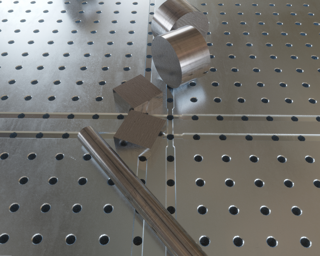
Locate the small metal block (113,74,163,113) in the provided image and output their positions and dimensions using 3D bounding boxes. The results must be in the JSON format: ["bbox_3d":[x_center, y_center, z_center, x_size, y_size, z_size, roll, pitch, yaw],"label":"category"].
[{"bbox_3d":[-0.032,-0.045,0.445,0.050,0.025,0.050,-33,57,-25],"label":"small metal block"}]

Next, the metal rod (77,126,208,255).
[{"bbox_3d":[0.000,0.096,0.326,0.025,0.025,0.300,-32,57,-24],"label":"metal rod"}]

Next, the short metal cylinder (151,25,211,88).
[{"bbox_3d":[0.030,-0.105,0.461,0.050,0.080,0.080,-27,55,-21],"label":"short metal cylinder"}]

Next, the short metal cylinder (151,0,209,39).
[{"bbox_3d":[0.033,-0.166,0.511,0.081,0.080,0.050,-24,54,-19],"label":"short metal cylinder"}]

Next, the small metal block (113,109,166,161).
[{"bbox_3d":[-0.025,0.008,0.400,0.050,0.025,0.050,18,52,14],"label":"small metal block"}]
